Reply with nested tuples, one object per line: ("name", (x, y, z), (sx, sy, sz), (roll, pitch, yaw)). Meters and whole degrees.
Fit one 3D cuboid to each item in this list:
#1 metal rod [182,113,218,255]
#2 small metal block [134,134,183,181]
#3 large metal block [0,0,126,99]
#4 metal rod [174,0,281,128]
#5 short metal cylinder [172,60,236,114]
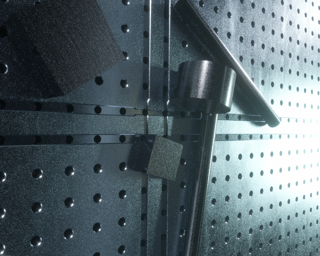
("metal rod", (0.065, 0.054, 0.466), (0.025, 0.025, 0.298), (15, 80, -39))
("small metal block", (-0.001, 0.039, 0.411), (0.050, 0.025, 0.050), (23, 75, -38))
("large metal block", (-0.095, -0.085, 0.314), (0.080, 0.050, 0.080), (-40, 115, -33))
("metal rod", (0.126, -0.094, 0.516), (0.300, 0.025, 0.025), (41, 65, -33))
("short metal cylinder", (0.061, -0.054, 0.426), (0.080, 0.080, 0.050), (18, 79, -39))
